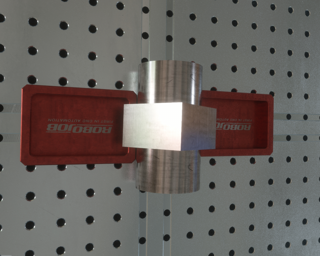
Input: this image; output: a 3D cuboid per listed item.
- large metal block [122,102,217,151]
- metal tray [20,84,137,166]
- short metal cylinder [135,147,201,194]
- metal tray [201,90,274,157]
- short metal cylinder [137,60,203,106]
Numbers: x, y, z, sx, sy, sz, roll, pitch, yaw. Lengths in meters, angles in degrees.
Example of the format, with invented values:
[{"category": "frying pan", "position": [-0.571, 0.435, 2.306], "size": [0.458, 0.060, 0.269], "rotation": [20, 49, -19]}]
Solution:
[{"category": "large metal block", "position": [0.013, -0.001, 0.373], "size": [0.080, 0.080, 0.050], "rotation": [3, 88, -54]}, {"category": "metal tray", "position": [-0.095, -0.002, 0.374], "size": [0.131, 0.030, 0.089], "rotation": [1, 90, -20]}, {"category": "short metal cylinder", "position": [0.010, 0.049, 0.387], "size": [0.081, 0.080, 0.050], "rotation": [2, 90, -20]}, {"category": "metal tray", "position": [0.101, -0.006, 0.447], "size": [0.131, 0.030, 0.089], "rotation": [1, 90, -20]}, {"category": "short metal cylinder", "position": [0.012, -0.051, 0.387], "size": [0.081, 0.080, 0.050], "rotation": [1, 90, -20]}]
